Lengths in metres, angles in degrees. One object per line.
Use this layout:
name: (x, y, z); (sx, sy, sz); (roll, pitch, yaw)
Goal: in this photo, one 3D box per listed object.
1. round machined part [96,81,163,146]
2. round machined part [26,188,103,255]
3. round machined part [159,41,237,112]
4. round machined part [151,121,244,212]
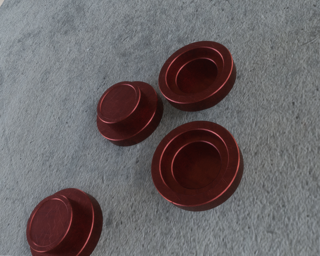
round machined part: (-0.048, -0.027, 0.435); (0.098, 0.042, 0.098); (-13, 56, 21)
round machined part: (-0.124, 0.121, 0.384); (0.098, 0.042, 0.098); (-13, 56, 21)
round machined part: (0.051, -0.063, 0.405); (0.098, 0.042, 0.098); (-13, 56, 21)
round machined part: (0.043, 0.044, 0.343); (0.098, 0.042, 0.098); (-13, 56, 21)
